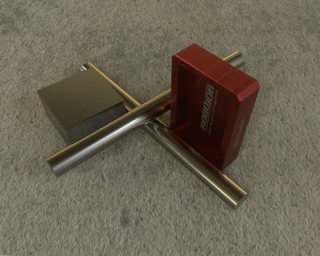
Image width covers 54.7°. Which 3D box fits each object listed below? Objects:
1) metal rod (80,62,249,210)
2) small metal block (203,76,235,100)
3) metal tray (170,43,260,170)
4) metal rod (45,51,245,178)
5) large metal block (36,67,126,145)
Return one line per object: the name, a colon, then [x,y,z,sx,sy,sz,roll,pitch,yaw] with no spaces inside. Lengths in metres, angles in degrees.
metal rod: [-0.012,-0.005,0.409,0.025,0.025,0.300,-35,58,-26]
small metal block: [0.083,-0.054,0.451,0.050,0.025,0.050,-29,56,-22]
metal tray: [0.054,-0.019,0.352,0.030,0.129,0.090,-36,59,-25]
metal rod: [-0.001,-0.029,0.396,0.302,0.025,0.025,-32,57,-25]
large metal block: [-0.100,-0.025,0.407,0.081,0.050,0.080,-30,56,-23]
